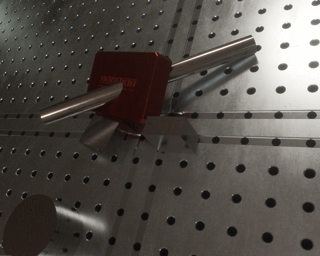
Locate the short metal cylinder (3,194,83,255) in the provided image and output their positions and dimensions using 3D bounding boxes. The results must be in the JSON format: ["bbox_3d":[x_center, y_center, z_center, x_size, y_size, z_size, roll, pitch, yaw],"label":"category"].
[{"bbox_3d":[-0.145,0.129,0.387,0.080,0.050,0.080,-13,56,21],"label":"short metal cylinder"}]

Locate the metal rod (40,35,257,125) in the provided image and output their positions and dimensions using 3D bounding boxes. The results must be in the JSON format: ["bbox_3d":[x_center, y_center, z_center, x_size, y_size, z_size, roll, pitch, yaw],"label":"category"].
[{"bbox_3d":[-0.019,-0.064,0.423,0.301,0.025,0.025,-19,54,4],"label":"metal rod"}]

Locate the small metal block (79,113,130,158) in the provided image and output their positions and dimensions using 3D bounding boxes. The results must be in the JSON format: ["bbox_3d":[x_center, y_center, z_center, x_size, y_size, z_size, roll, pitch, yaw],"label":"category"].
[{"bbox_3d":[-0.079,0.009,0.443,0.050,0.025,0.050,15,70,33],"label":"small metal block"}]

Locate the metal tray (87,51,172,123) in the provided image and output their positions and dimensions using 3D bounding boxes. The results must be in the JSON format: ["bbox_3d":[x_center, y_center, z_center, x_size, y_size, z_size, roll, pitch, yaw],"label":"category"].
[{"bbox_3d":[-0.049,-0.059,0.433,0.130,0.030,0.089,13,90,42],"label":"metal tray"}]

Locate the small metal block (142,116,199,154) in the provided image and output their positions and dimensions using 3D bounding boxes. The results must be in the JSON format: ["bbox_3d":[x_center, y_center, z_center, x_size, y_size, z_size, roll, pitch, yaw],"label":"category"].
[{"bbox_3d":[0.014,0.009,0.378,0.050,0.050,0.025,2,63,29],"label":"small metal block"}]
